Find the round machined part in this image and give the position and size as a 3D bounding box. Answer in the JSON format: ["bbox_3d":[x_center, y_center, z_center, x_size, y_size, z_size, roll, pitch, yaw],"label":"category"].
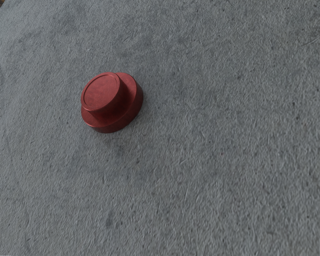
[{"bbox_3d":[-0.078,-0.044,0.462,0.098,0.042,0.098,-13,56,21],"label":"round machined part"}]
